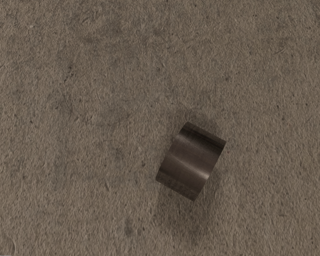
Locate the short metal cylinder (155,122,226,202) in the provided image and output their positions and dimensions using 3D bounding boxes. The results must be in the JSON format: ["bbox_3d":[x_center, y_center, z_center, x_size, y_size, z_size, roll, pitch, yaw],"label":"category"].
[{"bbox_3d":[0.037,0.039,0.365,0.050,0.080,0.080,28,72,9],"label":"short metal cylinder"}]
